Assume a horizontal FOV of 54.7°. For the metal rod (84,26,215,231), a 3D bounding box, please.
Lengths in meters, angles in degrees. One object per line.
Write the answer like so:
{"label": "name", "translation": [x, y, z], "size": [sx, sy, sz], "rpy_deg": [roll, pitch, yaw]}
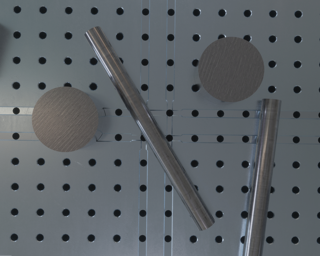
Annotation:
{"label": "metal rod", "translation": [-0.014, 0.001, 0.413], "size": [0.025, 0.025, 0.299], "rpy_deg": [-31, 90, 0]}

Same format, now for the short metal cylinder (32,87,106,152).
{"label": "short metal cylinder", "translation": [-0.115, -0.011, 0.400], "size": [0.081, 0.050, 0.079], "rpy_deg": [0, 90, 0]}

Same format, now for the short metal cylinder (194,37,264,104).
{"label": "short metal cylinder", "translation": [0.087, -0.071, 0.401], "size": [0.081, 0.050, 0.079], "rpy_deg": [0, 90, 0]}

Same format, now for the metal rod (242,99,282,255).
{"label": "metal rod", "translation": [0.131, 0.111, 0.414], "size": [0.025, 0.025, 0.298], "rpy_deg": [7, 90, 0]}
